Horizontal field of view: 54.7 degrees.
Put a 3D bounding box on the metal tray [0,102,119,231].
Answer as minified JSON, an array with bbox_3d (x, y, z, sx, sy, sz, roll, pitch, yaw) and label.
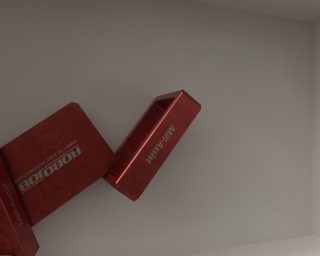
[{"bbox_3d":[-0.126,0.041,0.355,0.131,0.030,0.090,-36,102,-11],"label":"metal tray"}]

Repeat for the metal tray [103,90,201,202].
[{"bbox_3d":[-0.015,0.017,0.371,0.030,0.090,0.130,39,77,-16],"label":"metal tray"}]

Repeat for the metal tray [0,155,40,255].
[{"bbox_3d":[-0.192,0.090,0.313,0.090,0.030,0.129,-16,103,2],"label":"metal tray"}]
